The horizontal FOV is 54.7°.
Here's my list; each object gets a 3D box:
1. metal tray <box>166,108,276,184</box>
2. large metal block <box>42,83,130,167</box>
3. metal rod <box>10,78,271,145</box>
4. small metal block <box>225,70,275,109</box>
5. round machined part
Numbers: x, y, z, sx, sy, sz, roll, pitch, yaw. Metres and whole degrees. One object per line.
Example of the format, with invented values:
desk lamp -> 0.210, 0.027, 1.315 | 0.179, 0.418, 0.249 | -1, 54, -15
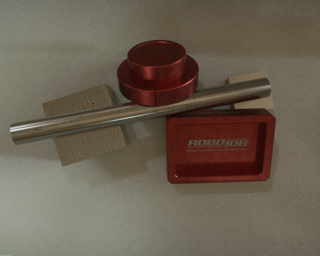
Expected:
metal tray -> 0.074, 0.023, 0.394 | 0.131, 0.030, 0.089 | -2, 110, -1
large metal block -> -0.091, -0.004, 0.395 | 0.080, 0.050, 0.080 | -18, 90, -1
metal rod -> -0.015, -0.022, 0.365 | 0.302, 0.025, 0.025 | -11, 90, -8
small metal block -> 0.118, -0.045, 0.411 | 0.050, 0.025, 0.050 | -11, 90, -1
round machined part -> -0.003, -0.072, 0.371 | 0.099, 0.098, 0.042 | -4, 131, -1
